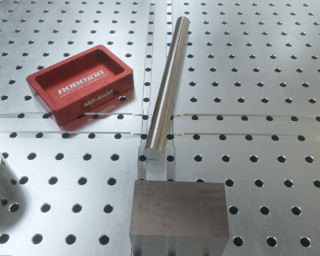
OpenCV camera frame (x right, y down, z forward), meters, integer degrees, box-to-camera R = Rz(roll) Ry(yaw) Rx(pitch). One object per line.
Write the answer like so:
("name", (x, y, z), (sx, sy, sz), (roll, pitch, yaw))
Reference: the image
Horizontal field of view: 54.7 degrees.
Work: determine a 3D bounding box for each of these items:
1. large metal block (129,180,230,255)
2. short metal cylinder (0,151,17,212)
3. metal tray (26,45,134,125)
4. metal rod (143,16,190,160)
("large metal block", (0.017, 0.093, 0.294), (0.080, 0.080, 0.050), (2, 50, 1))
("short metal cylinder", (-0.208, 0.058, 0.341), (0.081, 0.050, 0.080), (0, 50, 0))
("metal tray", (-0.116, -0.069, 0.461), (0.131, 0.030, 0.090), (-32, 57, -24))
("metal rod", (0.017, -0.081, 0.475), (0.025, 0.025, 0.300), (8, 50, 6))
